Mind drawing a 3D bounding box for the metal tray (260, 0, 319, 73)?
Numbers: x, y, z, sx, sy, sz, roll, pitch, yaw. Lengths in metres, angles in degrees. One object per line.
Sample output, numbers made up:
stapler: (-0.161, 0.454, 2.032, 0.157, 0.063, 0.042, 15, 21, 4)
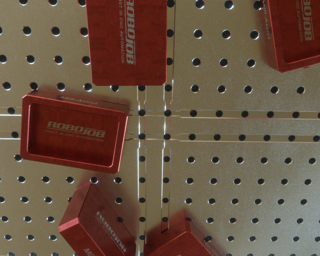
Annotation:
metal tray: (0.169, -0.139, 0.361, 0.090, 0.030, 0.129, -15, 110, 5)

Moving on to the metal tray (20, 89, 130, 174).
metal tray: (-0.112, 0.006, 0.411, 0.131, 0.030, 0.089, 10, 110, -4)

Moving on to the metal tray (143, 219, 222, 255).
metal tray: (0.046, 0.216, 0.491, 0.090, 0.030, 0.130, -36, 107, 12)

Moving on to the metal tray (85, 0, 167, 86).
metal tray: (-0.037, -0.117, 0.367, 0.091, 0.030, 0.129, 0, 110, -1)

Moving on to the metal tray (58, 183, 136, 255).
metal tray: (-0.081, 0.154, 0.434, 0.030, 0.090, 0.130, -27, 108, 9)
